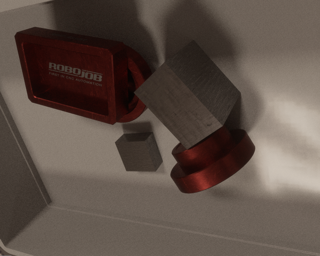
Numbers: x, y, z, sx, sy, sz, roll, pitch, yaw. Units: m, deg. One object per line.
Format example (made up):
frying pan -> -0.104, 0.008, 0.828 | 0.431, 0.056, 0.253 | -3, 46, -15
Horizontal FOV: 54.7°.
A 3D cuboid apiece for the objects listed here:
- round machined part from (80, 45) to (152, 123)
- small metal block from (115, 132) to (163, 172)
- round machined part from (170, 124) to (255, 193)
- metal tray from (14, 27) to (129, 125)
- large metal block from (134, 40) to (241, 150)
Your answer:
round machined part -> -0.050, -0.059, 0.386 | 0.098, 0.042, 0.097 | 13, 124, 20
small metal block -> -0.030, 0.035, 0.444 | 0.050, 0.025, 0.050 | -4, 117, 29
round machined part -> 0.053, 0.027, 0.350 | 0.098, 0.099, 0.042 | -28, 98, 37
metal tray -> -0.102, -0.062, 0.364 | 0.130, 0.030, 0.089 | 15, 125, 19
large metal block -> 0.033, -0.038, 0.332 | 0.080, 0.080, 0.050 | 47, 129, -5
